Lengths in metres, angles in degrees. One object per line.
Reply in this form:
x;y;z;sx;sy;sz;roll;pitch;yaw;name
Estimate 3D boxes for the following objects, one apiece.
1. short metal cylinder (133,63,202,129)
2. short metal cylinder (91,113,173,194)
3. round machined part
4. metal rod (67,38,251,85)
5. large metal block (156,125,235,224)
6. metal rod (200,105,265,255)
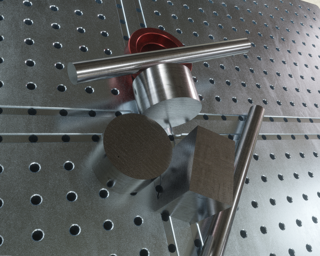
0.008;-0.039;0.401;0.081;0.080;0.050;0;62;-28;short metal cylinder
-0.033;0.030;0.356;0.081;0.050;0.080;14;56;-21;short metal cylinder
-0.006;-0.095;0.452;0.099;0.042;0.098;14;56;-21;round machined part
0.022;-0.098;0.425;0.302;0.025;0.025;-18;72;-35;metal rod
0.041;0.057;0.360;0.050;0.080;0.080;23;53;-15;large metal block
0.101;0.073;0.417;0.025;0.025;0.301;35;51;-5;metal rod
